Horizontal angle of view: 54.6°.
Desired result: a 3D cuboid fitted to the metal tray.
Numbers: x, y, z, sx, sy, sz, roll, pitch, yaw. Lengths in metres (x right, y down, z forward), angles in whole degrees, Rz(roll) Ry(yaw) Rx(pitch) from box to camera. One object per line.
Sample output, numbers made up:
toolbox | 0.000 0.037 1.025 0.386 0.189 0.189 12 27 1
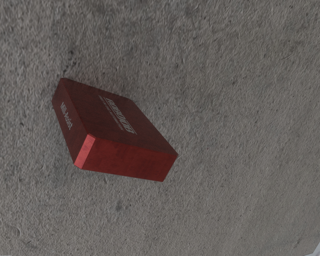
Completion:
metal tray | -0.050 -0.002 0.310 0.091 0.130 0.030 16 110 -35
